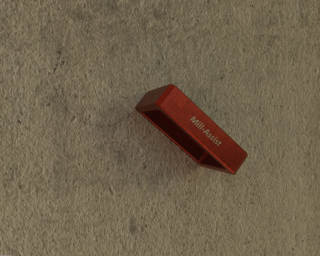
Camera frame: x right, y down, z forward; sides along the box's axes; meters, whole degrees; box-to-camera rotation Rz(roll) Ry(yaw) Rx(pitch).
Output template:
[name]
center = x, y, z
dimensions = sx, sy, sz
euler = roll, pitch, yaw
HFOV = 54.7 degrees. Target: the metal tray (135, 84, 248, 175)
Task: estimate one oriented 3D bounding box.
[metal tray]
center = 0.036, 0.003, 0.390
dimensions = 0.130, 0.090, 0.030
euler = 41, 77, -16
